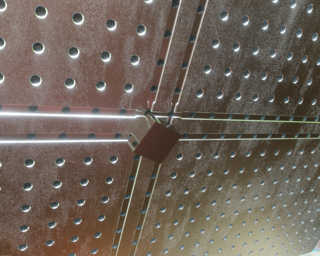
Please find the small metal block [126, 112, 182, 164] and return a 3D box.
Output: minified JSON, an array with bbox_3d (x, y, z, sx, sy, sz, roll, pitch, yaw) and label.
[{"bbox_3d":[-0.008,0.015,0.415,0.050,0.025,0.050,28,103,-38],"label":"small metal block"}]
